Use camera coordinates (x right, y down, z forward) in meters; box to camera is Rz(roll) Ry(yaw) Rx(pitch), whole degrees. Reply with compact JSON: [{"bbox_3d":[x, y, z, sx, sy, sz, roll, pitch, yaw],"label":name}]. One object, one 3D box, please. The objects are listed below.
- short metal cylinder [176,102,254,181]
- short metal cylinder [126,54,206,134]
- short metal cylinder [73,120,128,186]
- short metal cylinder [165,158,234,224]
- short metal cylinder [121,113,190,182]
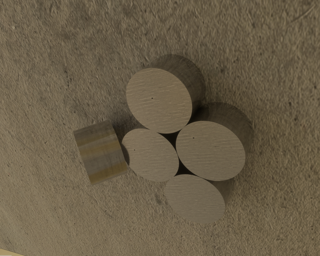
[{"bbox_3d":[0.066,0.015,0.367,0.080,0.050,0.079,13,124,21],"label":"short metal cylinder"},{"bbox_3d":[0.008,-0.040,0.363,0.080,0.050,0.079,13,124,21],"label":"short metal cylinder"},{"bbox_3d":[-0.083,0.034,0.430,0.080,0.050,0.080,161,90,-76],"label":"short metal cylinder"},{"bbox_3d":[0.054,0.079,0.413,0.080,0.050,0.079,13,124,21],"label":"short metal cylinder"},{"bbox_3d":[-0.003,0.023,0.408,0.080,0.050,0.079,13,124,21],"label":"short metal cylinder"}]
